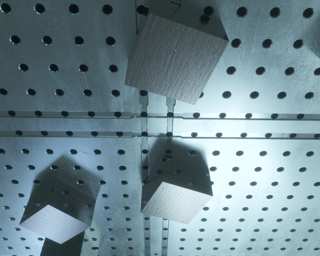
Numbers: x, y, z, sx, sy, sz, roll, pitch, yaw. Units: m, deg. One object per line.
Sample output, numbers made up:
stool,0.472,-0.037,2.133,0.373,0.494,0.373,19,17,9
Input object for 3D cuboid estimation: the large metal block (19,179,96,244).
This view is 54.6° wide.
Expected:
large metal block,-0.167,0.140,0.512,0.080,0.050,0.080,-35,122,26

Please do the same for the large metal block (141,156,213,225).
large metal block,0.024,0.098,0.478,0.080,0.050,0.080,19,128,-16

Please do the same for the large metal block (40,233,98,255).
large metal block,-0.177,0.254,0.609,0.080,0.050,0.080,-8,130,7

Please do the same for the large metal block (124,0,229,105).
large metal block,0.014,-0.080,0.327,0.080,0.050,0.080,15,129,-13
